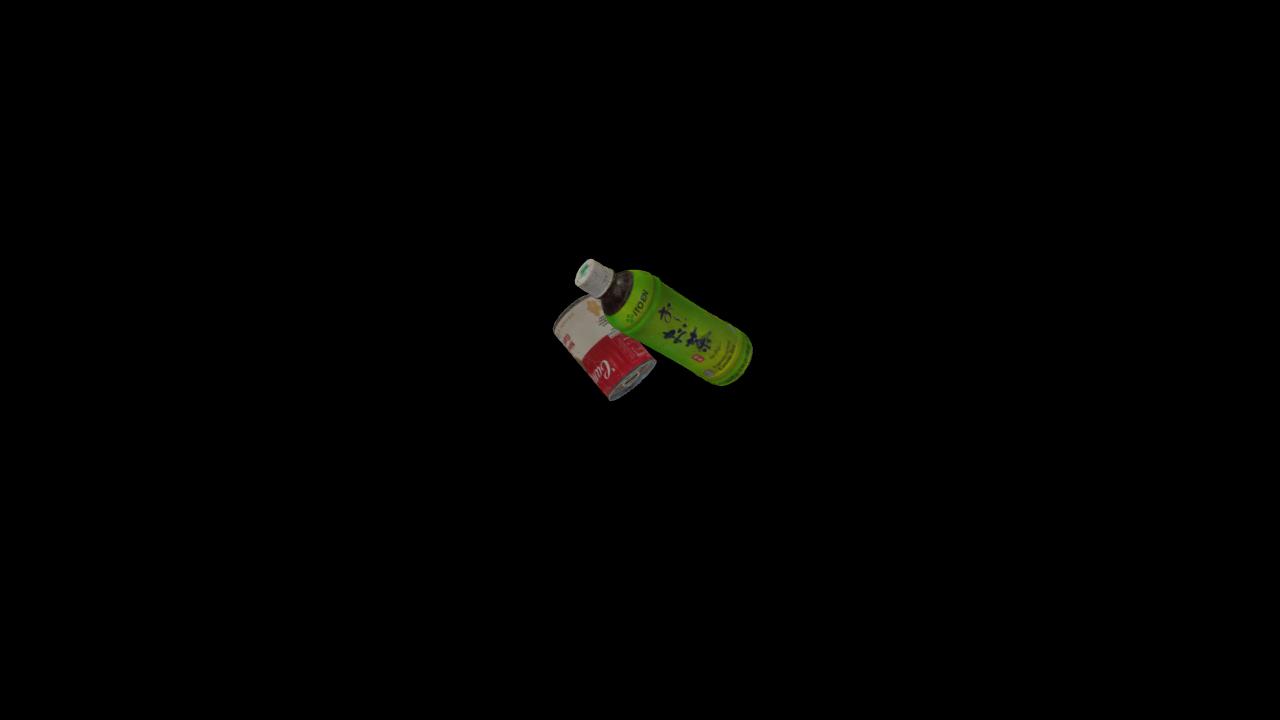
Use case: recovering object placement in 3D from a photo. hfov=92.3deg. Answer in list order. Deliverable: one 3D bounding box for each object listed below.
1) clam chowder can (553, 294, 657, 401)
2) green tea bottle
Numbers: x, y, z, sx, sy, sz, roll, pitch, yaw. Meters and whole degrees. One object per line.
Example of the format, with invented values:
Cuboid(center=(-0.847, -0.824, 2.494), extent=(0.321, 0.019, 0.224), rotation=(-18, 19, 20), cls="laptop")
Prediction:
Cuboid(center=(-0.039, -0.015, 0.673), extent=(0.068, 0.102, 0.068), rotation=(-38, -12, -10), cls="clam chowder can")
Cuboid(center=(0.025, -0.041, 0.646), extent=(0.212, 0.073, 0.073), rotation=(26, -14, -31), cls="green tea bottle")
